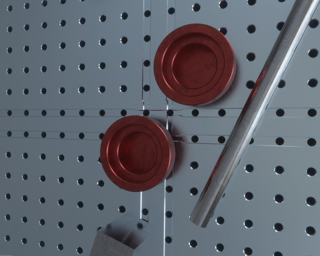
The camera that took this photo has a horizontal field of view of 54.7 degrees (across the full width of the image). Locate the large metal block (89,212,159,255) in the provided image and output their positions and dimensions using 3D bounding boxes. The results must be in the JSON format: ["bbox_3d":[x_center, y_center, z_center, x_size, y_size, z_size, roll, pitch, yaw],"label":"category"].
[{"bbox_3d":[-0.050,0.167,0.401,0.050,0.080,0.080,21,97,19],"label":"large metal block"}]

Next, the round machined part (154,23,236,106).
[{"bbox_3d":[0.045,-0.076,0.387,0.098,0.042,0.097,0,90,20],"label":"round machined part"}]

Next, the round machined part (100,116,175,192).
[{"bbox_3d":[-0.026,0.033,0.413,0.098,0.042,0.097,0,90,20],"label":"round machined part"}]

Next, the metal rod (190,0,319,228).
[{"bbox_3d":[0.110,-0.015,0.373,0.025,0.025,0.298,27,99,18],"label":"metal rod"}]
